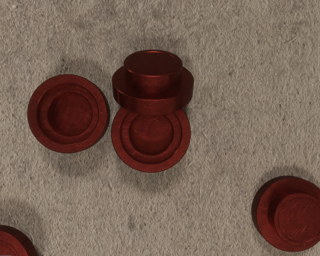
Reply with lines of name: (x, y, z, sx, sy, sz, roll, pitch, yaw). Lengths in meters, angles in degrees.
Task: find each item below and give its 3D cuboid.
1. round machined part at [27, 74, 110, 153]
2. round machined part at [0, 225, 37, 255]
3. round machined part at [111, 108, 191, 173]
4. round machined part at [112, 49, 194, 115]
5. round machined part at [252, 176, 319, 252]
round machined part: (-0.114, -0.018, 0.400, 0.099, 0.042, 0.097, 0, 90, -1)
round machined part: (-0.206, 0.173, 0.399, 0.099, 0.042, 0.097, 0, 90, -1)
round machined part: (-0.011, 0.006, 0.401, 0.099, 0.042, 0.097, 0, 90, -1)
round machined part: (-0.008, -0.061, 0.372, 0.099, 0.098, 0.042, 1, 129, -1)
round machined part: (0.175, 0.114, 0.404, 0.099, 0.042, 0.097, 0, 90, -1)
